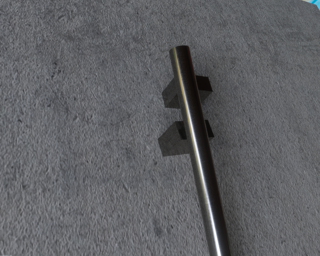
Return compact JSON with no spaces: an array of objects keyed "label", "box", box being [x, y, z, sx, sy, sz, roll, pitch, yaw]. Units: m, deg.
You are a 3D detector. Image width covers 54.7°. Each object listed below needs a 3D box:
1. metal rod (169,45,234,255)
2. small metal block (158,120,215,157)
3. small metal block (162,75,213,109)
[{"label":"metal rod","box":[0.051,0.051,0.352,0.025,0.025,0.298,-5,80,-31]},{"label":"small metal block","box":[0.033,0.013,0.399,0.050,0.050,0.025,-3,64,-30]},{"label":"small metal block","box":[0.038,-0.051,0.441,0.050,0.050,0.025,2,61,-28]}]
